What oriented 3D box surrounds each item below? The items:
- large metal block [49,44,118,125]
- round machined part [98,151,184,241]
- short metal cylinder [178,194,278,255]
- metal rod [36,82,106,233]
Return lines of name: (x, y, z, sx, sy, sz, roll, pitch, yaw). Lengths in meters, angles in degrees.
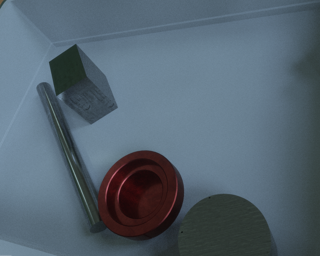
large metal block: (-0.115, -0.065, 0.469, 0.050, 0.080, 0.080, -32, 52, 8)
round machined part: (-0.018, 0.079, 0.355, 0.098, 0.042, 0.098, -13, 56, 20)
short metal cylinder: (0.063, 0.108, 0.285, 0.080, 0.050, 0.080, -14, 51, 18)
metal rod: (-0.140, 0.023, 0.462, 0.025, 0.025, 0.300, -38, 51, 2)
